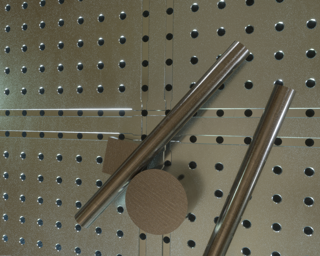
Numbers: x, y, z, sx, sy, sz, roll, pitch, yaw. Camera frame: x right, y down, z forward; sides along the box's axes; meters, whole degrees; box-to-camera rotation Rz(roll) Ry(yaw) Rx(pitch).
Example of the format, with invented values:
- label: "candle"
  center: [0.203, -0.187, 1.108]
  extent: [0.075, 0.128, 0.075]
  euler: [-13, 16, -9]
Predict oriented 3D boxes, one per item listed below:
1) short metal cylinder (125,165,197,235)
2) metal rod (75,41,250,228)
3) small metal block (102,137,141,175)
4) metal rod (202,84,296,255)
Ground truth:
- label: "short metal cylinder"
  center: [0.003, 0.089, 0.398]
  extent: [0.080, 0.050, 0.079]
  euler: [0, 90, 19]
- label: "metal rod"
  center: [-0.001, 0.012, 0.391]
  extent: [0.025, 0.025, 0.300]
  euler: [44, 96, 14]
- label: "small metal block"
  center: [-0.048, 0.042, 0.428]
  extent: [0.050, 0.025, 0.050]
  euler: [13, 94, 19]
- label: "metal rod"
  center: [0.093, 0.092, 0.379]
  extent: [0.025, 0.025, 0.298]
  euler: [23, 97, 18]
